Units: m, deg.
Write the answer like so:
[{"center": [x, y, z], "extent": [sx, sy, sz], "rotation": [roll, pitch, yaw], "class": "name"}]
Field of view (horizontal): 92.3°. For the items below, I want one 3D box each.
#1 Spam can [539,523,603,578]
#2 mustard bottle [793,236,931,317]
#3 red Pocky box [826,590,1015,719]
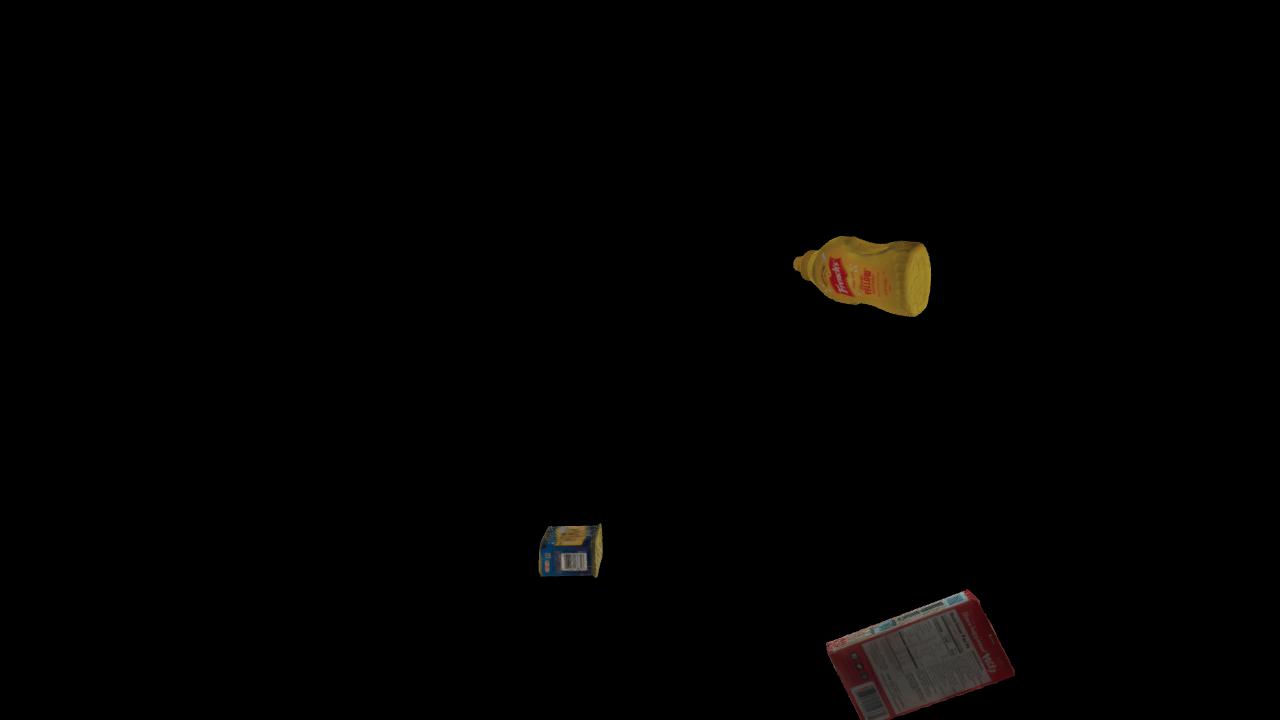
[{"center": [-0.103, 0.288, 0.935], "extent": [0.085, 0.058, 0.101], "rotation": [-1, 4, 2], "class": "Spam can"}, {"center": [0.273, -0.114, 0.789], "extent": [0.054, 0.092, 0.184], "rotation": [-37, 34, -24], "class": "mustard bottle"}, {"center": [0.276, 0.298, 0.613], "extent": [0.155, 0.083, 0.028], "rotation": [-26, -4, 11], "class": "red Pocky box"}]
